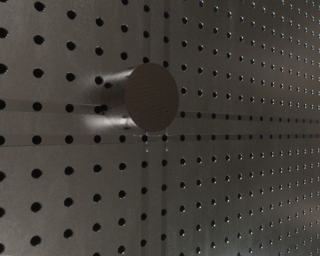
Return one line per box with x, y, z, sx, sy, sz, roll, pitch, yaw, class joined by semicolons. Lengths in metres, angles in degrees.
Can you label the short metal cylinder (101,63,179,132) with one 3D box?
-0.023;-0.035;0.375;0.081;0.050;0.079;0;90;-40;short metal cylinder
